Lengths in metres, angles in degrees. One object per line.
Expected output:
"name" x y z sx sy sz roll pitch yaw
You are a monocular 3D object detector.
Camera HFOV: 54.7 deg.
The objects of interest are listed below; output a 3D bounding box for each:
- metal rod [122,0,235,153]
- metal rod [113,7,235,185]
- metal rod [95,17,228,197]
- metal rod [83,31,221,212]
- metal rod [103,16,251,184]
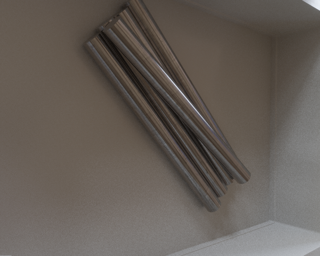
"metal rod" 0.043 -0.046 0.440 0.025 0.025 0.300 -51 120 -28
"metal rod" 0.030 -0.026 0.430 0.025 0.025 0.300 -51 120 -28
"metal rod" 0.016 -0.010 0.418 0.025 0.025 0.300 -51 120 -28
"metal rod" 0.004 0.010 0.408 0.025 0.025 0.300 -51 120 -28
"metal rod" 0.039 -0.017 0.404 0.300 0.025 0.025 46 63 -30
